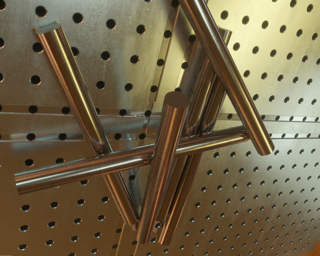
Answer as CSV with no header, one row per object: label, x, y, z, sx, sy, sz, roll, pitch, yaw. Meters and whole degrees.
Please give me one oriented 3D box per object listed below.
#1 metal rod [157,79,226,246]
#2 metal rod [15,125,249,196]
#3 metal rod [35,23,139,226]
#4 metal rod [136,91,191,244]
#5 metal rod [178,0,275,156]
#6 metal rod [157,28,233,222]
metal rod,0.046,0.061,0.473,0.025,0.025,0.298,2,117,-29
metal rod,-0.016,0.034,0.388,0.302,0.025,0.025,-11,123,-23
metal rod,-0.075,0.022,0.382,0.025,0.025,0.299,-25,128,-13
metal rod,-0.005,0.075,0.401,0.025,0.025,0.298,-12,140,-22
metal rod,0.075,-0.077,0.369,0.025,0.025,0.300,-37,119,-3
metal rod,0.037,0.010,0.436,0.025,0.025,0.298,2,117,-30
